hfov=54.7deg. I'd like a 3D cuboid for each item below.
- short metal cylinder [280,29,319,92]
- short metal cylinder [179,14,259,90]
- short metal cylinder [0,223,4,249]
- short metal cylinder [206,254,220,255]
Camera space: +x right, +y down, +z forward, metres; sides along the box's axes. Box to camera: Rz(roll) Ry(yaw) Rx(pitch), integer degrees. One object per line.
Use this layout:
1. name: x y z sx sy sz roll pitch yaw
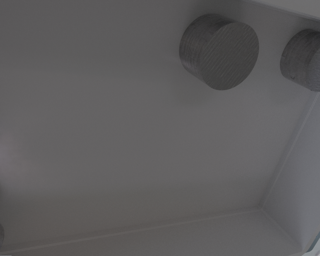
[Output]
1. short metal cylinder: 0.226 -0.099 0.454 0.081 0.050 0.079 -14 124 -21
2. short metal cylinder: 0.070 -0.092 0.374 0.081 0.050 0.079 -14 124 -21
3. short metal cylinder: -0.218 0.120 0.328 0.080 0.080 0.050 -30 128 -10
4. short metal cylinder: 0.108 0.312 0.647 0.081 0.050 0.079 -14 124 -21
